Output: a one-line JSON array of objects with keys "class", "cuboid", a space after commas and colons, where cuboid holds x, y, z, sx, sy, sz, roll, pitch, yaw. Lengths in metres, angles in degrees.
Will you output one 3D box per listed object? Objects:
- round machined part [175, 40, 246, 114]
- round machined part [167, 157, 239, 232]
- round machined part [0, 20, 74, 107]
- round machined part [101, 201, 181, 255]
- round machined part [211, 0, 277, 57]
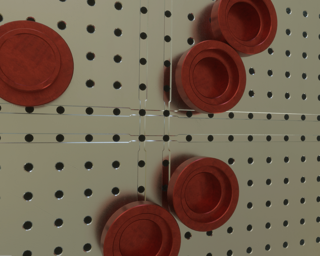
[{"class": "round machined part", "cuboid": [0.066, -0.068, 0.429, 0.099, 0.042, 0.097, 0, 90, -21]}, {"class": "round machined part", "cuboid": [0.055, 0.087, 0.426, 0.099, 0.042, 0.097, 0, 90, -21]}, {"class": "round machined part", "cuboid": [-0.148, -0.073, 0.349, 0.099, 0.042, 0.097, 0, 90, -21]}, {"class": "round machined part", "cuboid": [-0.026, 0.141, 0.395, 0.099, 0.042, 0.097, 0, 90, -21]}, {"class": "round machined part", "cuboid": [0.116, -0.151, 0.448, 0.099, 0.042, 0.097, 0, 90, -21]}]
